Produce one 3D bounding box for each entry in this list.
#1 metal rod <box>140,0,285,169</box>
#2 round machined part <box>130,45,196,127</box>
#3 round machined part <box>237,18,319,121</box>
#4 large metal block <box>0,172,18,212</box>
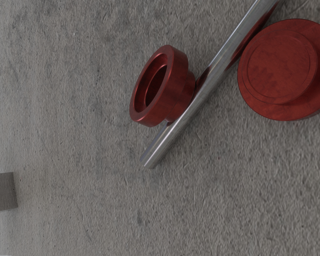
[{"bbox_3d":[0.062,-0.062,0.353,0.025,0.025,0.298,51,120,28],"label":"metal rod"},{"bbox_3d":[0.005,-0.046,0.371,0.097,0.042,0.098,-45,32,40],"label":"round machined part"},{"bbox_3d":[0.119,-0.055,0.296,0.098,0.042,0.097,0,90,40],"label":"round machined part"},{"bbox_3d":[-0.365,0.144,0.670,0.050,0.081,0.080,-23,75,38],"label":"large metal block"}]
